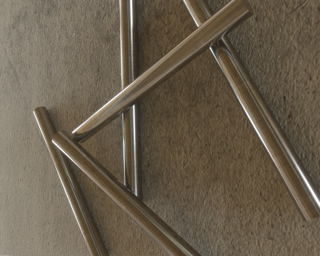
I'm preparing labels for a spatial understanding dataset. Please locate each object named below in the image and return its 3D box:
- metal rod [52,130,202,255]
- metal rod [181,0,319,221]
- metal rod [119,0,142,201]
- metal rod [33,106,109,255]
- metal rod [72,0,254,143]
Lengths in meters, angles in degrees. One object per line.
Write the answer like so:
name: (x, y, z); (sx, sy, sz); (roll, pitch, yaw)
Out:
metal rod: (-0.042, 0.097, 0.408); (0.300, 0.025, 0.025); (37, 113, 23)
metal rod: (0.087, -0.049, 0.333); (0.025, 0.025, 0.299); (-37, 67, 34)
metal rod: (-0.042, -0.043, 0.439); (0.025, 0.025, 0.298); (-3, 88, 40)
metal rod: (-0.160, 0.085, 0.537); (0.025, 0.025, 0.299); (-45, 63, 31)
metal rod: (-0.019, -0.055, 0.386); (0.299, 0.025, 0.025); (-33, 70, 35)
